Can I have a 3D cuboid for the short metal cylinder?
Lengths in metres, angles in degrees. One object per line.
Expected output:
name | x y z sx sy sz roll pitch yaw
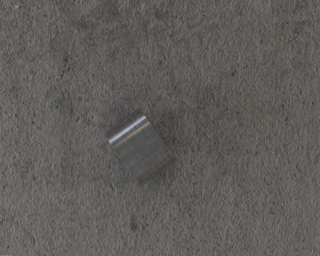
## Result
short metal cylinder | -0.022 0.022 0.382 0.050 0.080 0.080 -36 90 0
